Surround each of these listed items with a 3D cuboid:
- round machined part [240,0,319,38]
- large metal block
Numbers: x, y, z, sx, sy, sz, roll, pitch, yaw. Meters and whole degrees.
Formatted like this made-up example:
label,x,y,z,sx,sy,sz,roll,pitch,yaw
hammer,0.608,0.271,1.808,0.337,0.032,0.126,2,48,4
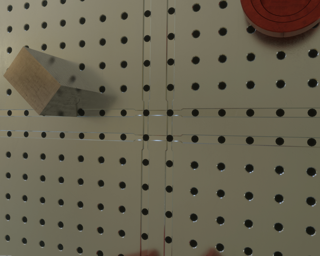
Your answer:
label,x,y,z,sx,sy,sz,roll,pitch,yaw
round machined part,0.143,-0.152,0.353,0.098,0.042,0.097,0,90,20
large metal block,-0.153,-0.062,0.437,0.080,0.080,0.050,44,104,14
